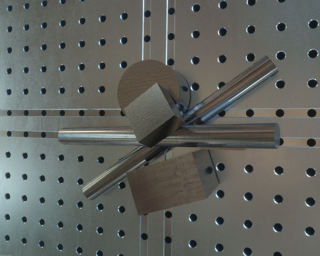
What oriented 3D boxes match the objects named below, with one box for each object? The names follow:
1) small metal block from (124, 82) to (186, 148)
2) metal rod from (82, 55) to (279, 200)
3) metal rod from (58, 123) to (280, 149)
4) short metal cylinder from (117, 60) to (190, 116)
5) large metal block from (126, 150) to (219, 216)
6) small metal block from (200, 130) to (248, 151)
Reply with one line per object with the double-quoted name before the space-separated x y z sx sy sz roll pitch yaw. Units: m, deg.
"small metal block" -0.007 -0.014 0.349 0.050 0.025 0.050 -37 56 16
"metal rod" 0.015 0.009 0.404 0.300 0.025 0.025 -36 79 16
"metal rod" -0.014 0.010 0.376 0.300 0.025 0.025 -1 90 33
"short metal cylinder" -0.007 -0.043 0.398 0.080 0.050 0.079 0 89 20
"large metal block" 0.018 0.061 0.372 0.080 0.080 0.050 -19 84 19
"small metal block" 0.078 0.012 0.368 0.050 0.050 0.025 0 90 21
